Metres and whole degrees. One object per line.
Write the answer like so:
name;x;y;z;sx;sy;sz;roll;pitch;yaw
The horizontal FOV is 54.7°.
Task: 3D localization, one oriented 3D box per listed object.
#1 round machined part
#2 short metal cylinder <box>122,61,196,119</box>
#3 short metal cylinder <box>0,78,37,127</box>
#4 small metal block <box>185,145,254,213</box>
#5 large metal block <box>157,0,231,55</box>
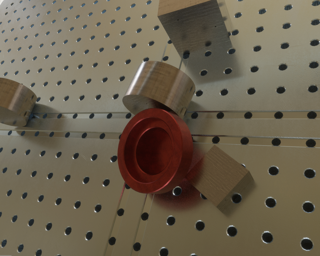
round machined part;-0.001;0.028;0.366;0.098;0.042;0.098;-11;72;38
short metal cylinder;-0.001;-0.041;0.397;0.080;0.080;0.050;10;67;32
short metal cylinder;-0.262;-0.043;0.534;0.080;0.080;0.050;-2;61;27
small metal block;0.064;0.055;0.340;0.050;0.025;0.050;-46;52;-5
large metal block;0.052;-0.158;0.441;0.080;0.080;0.050;-8;58;23
